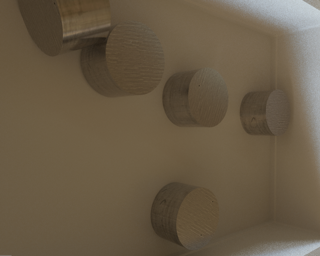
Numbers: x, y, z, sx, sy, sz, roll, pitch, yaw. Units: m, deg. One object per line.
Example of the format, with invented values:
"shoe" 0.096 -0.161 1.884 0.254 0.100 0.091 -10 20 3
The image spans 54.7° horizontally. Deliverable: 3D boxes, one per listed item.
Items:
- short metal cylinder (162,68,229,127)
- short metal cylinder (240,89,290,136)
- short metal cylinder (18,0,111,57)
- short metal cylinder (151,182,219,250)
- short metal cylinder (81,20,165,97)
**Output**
"short metal cylinder" 0.050 -0.041 0.432 0.081 0.050 0.080 0 90 -40
"short metal cylinder" 0.186 -0.026 0.546 0.081 0.050 0.080 0 90 -40
"short metal cylinder" -0.092 -0.114 0.294 0.050 0.080 0.080 -29 108 -36
"short metal cylinder" 0.035 0.117 0.419 0.081 0.050 0.080 0 90 -40
"short metal cylinder" -0.041 -0.076 0.353 0.081 0.050 0.079 -1 92 -43
